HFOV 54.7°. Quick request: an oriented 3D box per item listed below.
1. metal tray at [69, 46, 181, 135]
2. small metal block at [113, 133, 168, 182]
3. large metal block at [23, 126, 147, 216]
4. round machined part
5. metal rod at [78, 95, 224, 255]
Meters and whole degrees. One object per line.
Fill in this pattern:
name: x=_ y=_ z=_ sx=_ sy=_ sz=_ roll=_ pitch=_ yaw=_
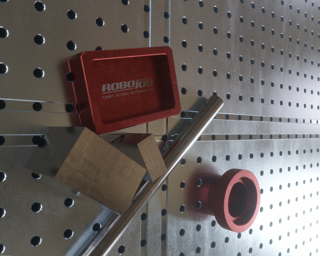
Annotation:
metal tray: x=-0.036 y=-0.049 z=0.377 sx=0.131 sy=0.030 sz=0.089 roll=-16 pitch=100 yaw=-39
small metal block: x=-0.024 y=0.034 z=0.374 sx=0.025 sy=0.050 sz=0.050 roll=-34 pitch=111 yaw=-35
large metal block: x=-0.075 y=0.041 z=0.312 sx=0.080 sy=0.080 sz=0.050 roll=41 pitch=65 yaw=-33
round machined part: x=0.116 y=0.114 z=0.499 sx=0.099 sy=0.042 sz=0.097 roll=0 pitch=90 yaw=-40
metal rod: x=0.001 y=0.056 z=0.412 sx=0.301 sy=0.025 sz=0.025 roll=-48 pitch=119 yaw=-29
